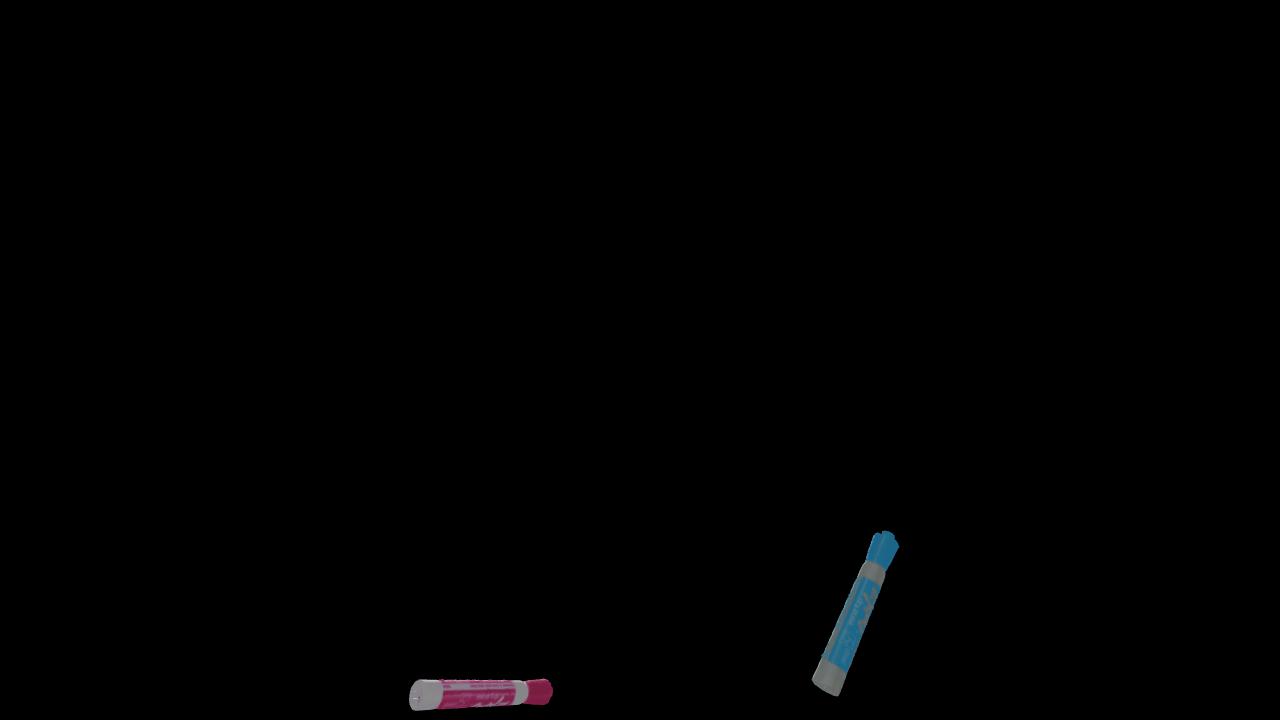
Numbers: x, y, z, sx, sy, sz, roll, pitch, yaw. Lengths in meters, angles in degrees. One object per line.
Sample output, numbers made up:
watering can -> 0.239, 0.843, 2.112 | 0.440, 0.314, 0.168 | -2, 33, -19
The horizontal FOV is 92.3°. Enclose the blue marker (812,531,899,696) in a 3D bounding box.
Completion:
blue marker -> 0.154, 0.174, 0.433 | 0.020, 0.121, 0.020 | 28, -27, 16

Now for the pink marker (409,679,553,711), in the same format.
pink marker -> -0.113, 0.249, 0.460 | 0.020, 0.020, 0.121 | 0, -20, 44
